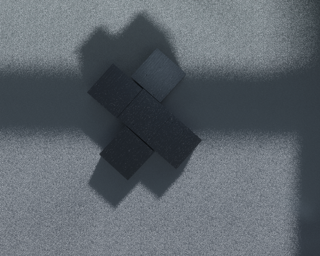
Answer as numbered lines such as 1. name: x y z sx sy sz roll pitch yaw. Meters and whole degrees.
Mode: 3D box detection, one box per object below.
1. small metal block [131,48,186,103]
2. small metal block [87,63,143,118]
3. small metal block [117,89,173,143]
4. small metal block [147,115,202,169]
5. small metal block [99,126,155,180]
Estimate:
1. small metal block: -0.002 -0.067 0.409 0.050 0.025 0.050 42 89 0
2. small metal block: -0.058 -0.048 0.409 0.050 0.025 0.050 41 90 0
3. small metal block: -0.019 -0.015 0.408 0.050 0.025 0.050 41 90 0
4. small metal block: 0.019 0.018 0.409 0.050 0.025 0.050 41 90 0
5. small metal block: -0.042 0.032 0.409 0.050 0.025 0.050 43 91 0
